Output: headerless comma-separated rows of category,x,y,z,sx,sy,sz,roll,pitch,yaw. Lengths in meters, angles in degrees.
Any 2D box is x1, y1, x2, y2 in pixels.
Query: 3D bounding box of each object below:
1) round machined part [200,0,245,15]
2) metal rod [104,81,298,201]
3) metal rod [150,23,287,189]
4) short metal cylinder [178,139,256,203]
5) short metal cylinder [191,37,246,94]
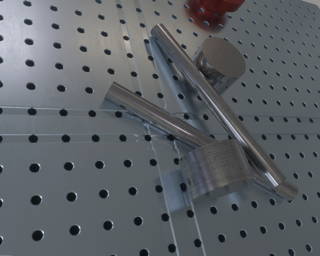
round machined part,0.119,-0.269,0.625,0.099,0.042,0.098,14,56,-21
metal rod,0.063,0.022,0.428,0.301,0.025,0.025,29,52,-10
metal rod,0.076,-0.043,0.456,0.025,0.025,0.299,-21,67,-36
short metal cylinder,0.068,0.054,0.377,0.081,0.080,0.050,-4,64,-30
short metal cylinder,0.090,-0.100,0.501,0.081,0.050,0.080,14,56,-21
